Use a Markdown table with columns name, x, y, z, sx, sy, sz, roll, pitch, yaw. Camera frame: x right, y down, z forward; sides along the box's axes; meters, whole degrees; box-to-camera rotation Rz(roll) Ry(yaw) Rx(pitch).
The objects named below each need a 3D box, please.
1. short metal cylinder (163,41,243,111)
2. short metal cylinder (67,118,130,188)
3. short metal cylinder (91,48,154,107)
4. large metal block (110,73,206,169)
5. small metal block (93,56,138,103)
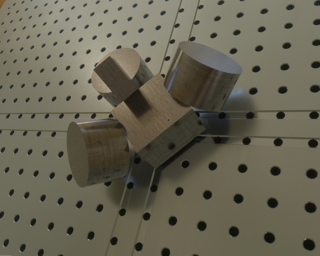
| name | x | y | z | sx | sy | sz | roll | pitch | yaw |
| --- | --- | --- | --- | --- | --- | --- | --- | --- | --- |
| short metal cylinder | 0.050 | -0.063 | 0.371 | 0.080 | 0.081 | 0.050 | 51 | 130 | 39 |
| short metal cylinder | -0.078 | 0.029 | 0.384 | 0.080 | 0.050 | 0.079 | 18 | 112 | 55 |
| short metal cylinder | -0.054 | -0.072 | 0.460 | 0.080 | 0.050 | 0.080 | -13 | 56 | 21 |
| large metal block | -0.003 | -0.010 | 0.392 | 0.080 | 0.050 | 0.080 | -39 | 51 | 2 |
| small metal block | -0.053 | -0.061 | 0.389 | 0.025 | 0.050 | 0.050 | -39 | 7 | 4 |
